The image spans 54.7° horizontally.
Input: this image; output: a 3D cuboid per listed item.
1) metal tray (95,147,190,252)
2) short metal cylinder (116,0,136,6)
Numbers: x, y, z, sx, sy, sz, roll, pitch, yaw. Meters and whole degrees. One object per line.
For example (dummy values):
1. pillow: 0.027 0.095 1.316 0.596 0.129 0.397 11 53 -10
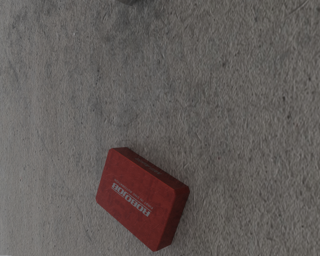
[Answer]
1. metal tray: -0.029 0.092 0.426 0.130 0.030 0.089 28 107 36
2. short metal cylinder: -0.061 -0.210 0.420 0.080 0.081 0.050 46 118 30
